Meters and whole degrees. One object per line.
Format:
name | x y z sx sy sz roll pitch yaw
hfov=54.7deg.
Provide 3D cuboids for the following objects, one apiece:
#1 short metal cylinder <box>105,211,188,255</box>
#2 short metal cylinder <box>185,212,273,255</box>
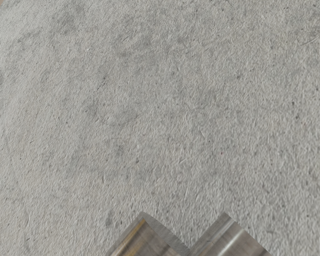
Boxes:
short metal cylinder | -0.004 0.126 0.294 0.050 0.080 0.080 -49 52 -6
short metal cylinder | 0.068 0.118 0.261 0.050 0.080 0.080 -47 51 -4
